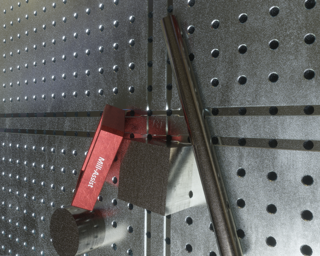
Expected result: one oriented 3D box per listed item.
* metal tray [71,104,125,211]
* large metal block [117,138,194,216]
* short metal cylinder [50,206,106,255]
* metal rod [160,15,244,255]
[{"bbox_3d":[-0.087,0.040,0.445,0.090,0.030,0.129,-104,36,-66],"label":"metal tray"},{"bbox_3d":[-0.006,0.057,0.398,0.080,0.050,0.079,8,95,39],"label":"large metal block"},{"bbox_3d":[-0.135,0.165,0.504,0.080,0.050,0.079,0,90,40],"label":"short metal cylinder"},{"bbox_3d":[0.046,0.004,0.370,0.025,0.025,0.299,-22,76,38],"label":"metal rod"}]
